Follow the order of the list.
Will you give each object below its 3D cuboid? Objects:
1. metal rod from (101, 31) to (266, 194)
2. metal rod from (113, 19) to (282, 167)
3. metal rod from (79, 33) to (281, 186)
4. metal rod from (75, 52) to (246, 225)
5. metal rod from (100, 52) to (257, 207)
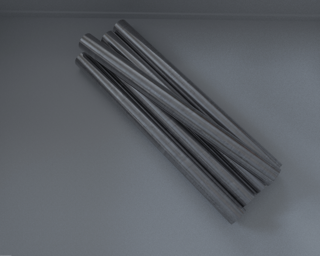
[{"bbox_3d":[0.026,-0.030,0.419,0.025,0.025,0.300,-41,75,-14],"label":"metal rod"},{"bbox_3d":[0.042,-0.049,0.426,0.025,0.025,0.300,-41,75,-14],"label":"metal rod"},{"bbox_3d":[0.016,-0.030,0.392,0.300,0.025,0.025,37,74,12],"label":"metal rod"},{"bbox_3d":[-0.009,0.004,0.407,0.025,0.025,0.300,-41,75,-14],"label":"metal rod"},{"bbox_3d":[0.007,-0.015,0.414,0.025,0.025,0.300,-41,75,-14],"label":"metal rod"}]
